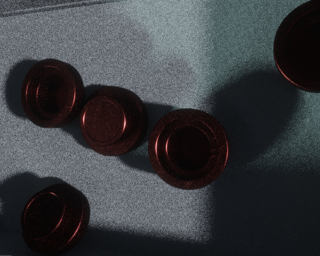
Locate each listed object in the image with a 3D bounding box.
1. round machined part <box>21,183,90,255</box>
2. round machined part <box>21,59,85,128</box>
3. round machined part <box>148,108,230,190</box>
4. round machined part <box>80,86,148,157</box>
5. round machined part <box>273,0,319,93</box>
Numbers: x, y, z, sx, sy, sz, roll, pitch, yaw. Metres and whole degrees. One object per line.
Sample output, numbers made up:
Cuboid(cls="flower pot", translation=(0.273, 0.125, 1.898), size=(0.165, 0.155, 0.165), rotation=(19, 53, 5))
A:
Cuboid(cls="round machined part", translation=(-0.152, 0.124, 0.433), size=(0.098, 0.042, 0.098), rotation=(-9, 58, 15))
Cuboid(cls="round machined part", translation=(-0.150, -0.048, 0.452), size=(0.098, 0.042, 0.097), rotation=(-1, 88, 23))
Cuboid(cls="round machined part", translation=(0.038, 0.025, 0.388), size=(0.098, 0.042, 0.097), rotation=(0, 90, 20))
Cuboid(cls="round machined part", translation=(-0.069, -0.009, 0.426), size=(0.098, 0.042, 0.097), rotation=(0, 90, 20))
Cuboid(cls="round machined part", translation=(0.176, -0.087, 0.339), size=(0.098, 0.042, 0.097), rotation=(0, 90, 20))
